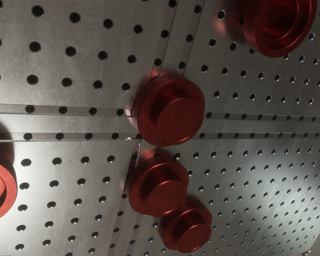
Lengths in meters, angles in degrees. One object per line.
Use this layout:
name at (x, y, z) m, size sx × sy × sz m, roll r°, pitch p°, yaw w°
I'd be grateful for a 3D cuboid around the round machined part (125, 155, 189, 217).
round machined part at (0.001, 0.092, 0.460) m, size 0.099 × 0.042 × 0.097 m, roll -14°, pitch 125°, yaw -21°

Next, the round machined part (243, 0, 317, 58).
round machined part at (0.146, -0.143, 0.394) m, size 0.099 × 0.042 × 0.097 m, roll -14°, pitch 125°, yaw -21°

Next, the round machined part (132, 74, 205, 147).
round machined part at (0.017, -0.017, 0.401) m, size 0.099 × 0.042 × 0.097 m, roll -14°, pitch 125°, yaw -21°

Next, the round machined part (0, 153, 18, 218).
round machined part at (-0.205, 0.058, 0.324) m, size 0.099 × 0.042 × 0.097 m, roll -14°, pitch 125°, yaw -21°

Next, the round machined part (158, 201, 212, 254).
round machined part at (0.050, 0.179, 0.541) m, size 0.099 × 0.042 × 0.097 m, roll -14°, pitch 125°, yaw -21°
